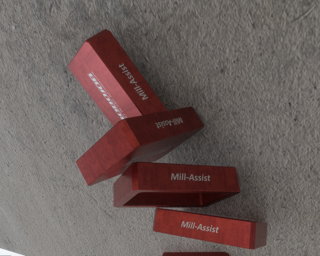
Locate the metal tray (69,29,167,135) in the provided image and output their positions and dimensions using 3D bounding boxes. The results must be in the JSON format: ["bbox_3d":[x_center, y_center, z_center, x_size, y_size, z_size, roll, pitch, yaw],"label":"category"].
[{"bbox_3d":[-0.051,-0.044,0.382,0.130,0.030,0.090,54,151,-10],"label":"metal tray"}]

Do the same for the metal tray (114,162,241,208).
[{"bbox_3d":[0.018,0.072,0.375,0.131,0.030,0.090,6,153,-21],"label":"metal tray"}]

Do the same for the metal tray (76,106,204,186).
[{"bbox_3d":[-0.018,0.018,0.354,0.090,0.131,0.030,-39,75,35],"label":"metal tray"}]

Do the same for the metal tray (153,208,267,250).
[{"bbox_3d":[0.068,0.132,0.413,0.130,0.090,0.030,0,74,28],"label":"metal tray"}]

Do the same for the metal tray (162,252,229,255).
[{"bbox_3d":[0.069,0.254,0.525,0.130,0.030,0.090,-17,110,34],"label":"metal tray"}]
